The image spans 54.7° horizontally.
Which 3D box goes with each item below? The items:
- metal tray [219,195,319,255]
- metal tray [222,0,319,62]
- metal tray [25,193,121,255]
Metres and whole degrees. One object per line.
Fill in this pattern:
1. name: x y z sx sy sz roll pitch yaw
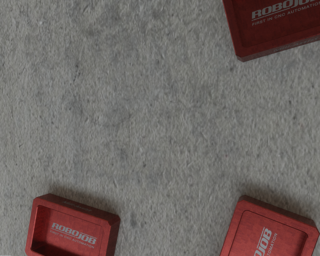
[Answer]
1. metal tray: 0.118 0.156 0.364 0.090 0.030 0.129 18 96 18
2. metal tray: 0.144 -0.138 0.355 0.130 0.030 0.090 -14 86 19
3. metal tray: -0.128 0.157 0.449 0.130 0.030 0.089 12 94 19
